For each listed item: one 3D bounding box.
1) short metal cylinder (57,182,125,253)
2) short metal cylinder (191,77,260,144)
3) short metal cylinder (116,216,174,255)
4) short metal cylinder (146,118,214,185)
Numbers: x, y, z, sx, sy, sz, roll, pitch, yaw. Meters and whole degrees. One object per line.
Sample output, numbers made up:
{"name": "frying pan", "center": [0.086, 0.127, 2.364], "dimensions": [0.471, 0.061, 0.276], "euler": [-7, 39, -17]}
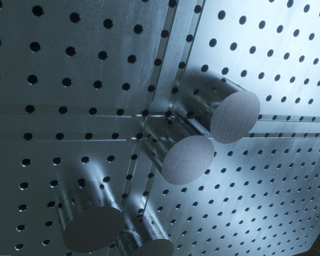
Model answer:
{"name": "short metal cylinder", "center": [-0.094, 0.120, 0.419], "dimensions": [0.081, 0.050, 0.079], "euler": [-14, 125, -21]}
{"name": "short metal cylinder", "center": [0.091, -0.025, 0.431], "dimensions": [0.081, 0.050, 0.079], "euler": [-14, 125, -21]}
{"name": "short metal cylinder", "center": [-0.025, 0.190, 0.501], "dimensions": [0.081, 0.050, 0.079], "euler": [-14, 125, -21]}
{"name": "short metal cylinder", "center": [0.028, 0.032, 0.432], "dimensions": [0.081, 0.050, 0.079], "euler": [-14, 125, -21]}
